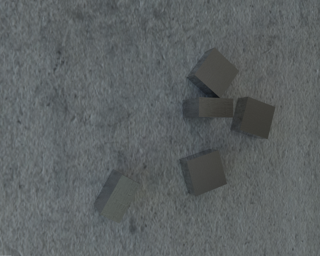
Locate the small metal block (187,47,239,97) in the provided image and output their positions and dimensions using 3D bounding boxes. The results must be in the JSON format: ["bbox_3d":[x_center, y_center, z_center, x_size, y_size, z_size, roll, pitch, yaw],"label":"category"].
[{"bbox_3d":[0.075,-0.076,0.438,0.050,0.025,0.050,39,77,-16],"label":"small metal block"}]

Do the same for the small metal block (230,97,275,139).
[{"bbox_3d":[0.139,-0.014,0.462,0.050,0.025,0.050,17,84,-20],"label":"small metal block"}]

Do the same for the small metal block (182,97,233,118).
[{"bbox_3d":[0.064,-0.026,0.421,0.050,0.050,0.025,0,90,-20],"label":"small metal block"}]

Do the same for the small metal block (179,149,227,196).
[{"bbox_3d":[0.060,0.061,0.433,0.050,0.025,0.050,-17,96,-20],"label":"small metal block"}]

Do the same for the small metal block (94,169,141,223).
[{"bbox_3d":[-0.053,0.081,0.377,0.025,0.050,0.050,32,80,-18],"label":"small metal block"}]
